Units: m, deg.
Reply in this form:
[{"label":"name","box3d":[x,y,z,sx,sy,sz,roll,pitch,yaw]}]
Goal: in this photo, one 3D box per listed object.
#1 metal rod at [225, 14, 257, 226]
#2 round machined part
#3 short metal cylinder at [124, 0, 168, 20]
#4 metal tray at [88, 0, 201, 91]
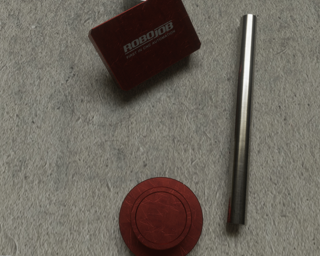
[{"label":"metal rod","box3d":[0.112,-0.025,0.418,0.025,0.025,0.299,8,70,3]},{"label":"round machined part","box3d":[0.001,0.105,0.361,0.099,0.042,0.098,0,70,0]},{"label":"short metal cylinder","box3d":[-0.018,-0.207,0.471,0.081,0.050,0.080,0,70,0]},{"label":"metal tray","box3d":[-0.019,-0.120,0.424,0.131,0.030,0.090,-32,110,-11]}]
